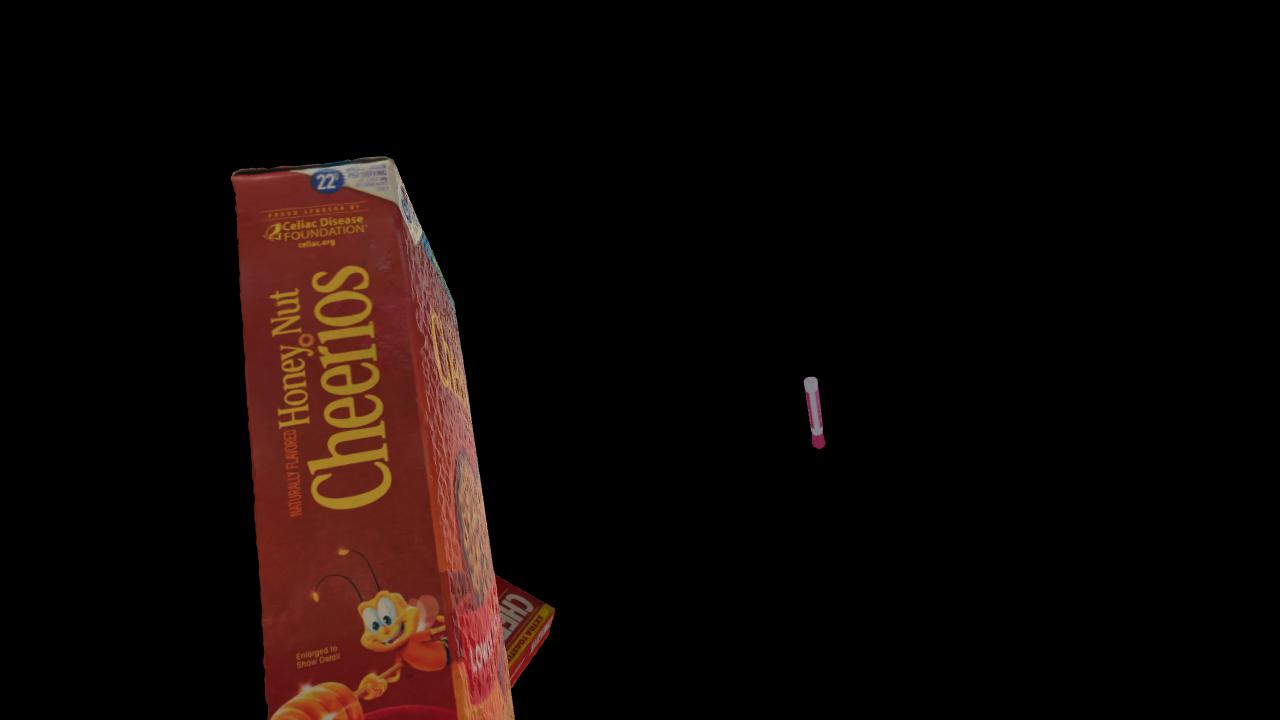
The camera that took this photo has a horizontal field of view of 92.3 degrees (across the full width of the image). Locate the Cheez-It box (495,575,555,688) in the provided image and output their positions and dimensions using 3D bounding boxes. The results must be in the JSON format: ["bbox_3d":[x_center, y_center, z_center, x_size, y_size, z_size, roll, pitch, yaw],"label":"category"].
[{"bbox_3d":[-0.256,0.369,0.858,0.223,0.071,0.166,23,26,14],"label":"Cheez-It box"}]

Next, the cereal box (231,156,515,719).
[{"bbox_3d":[-0.129,0.078,0.333,0.081,0.306,0.203,-9,-14,-11],"label":"cereal box"}]

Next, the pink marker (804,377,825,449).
[{"bbox_3d":[0.250,0.078,0.880,0.020,0.121,0.020,-12,29,7],"label":"pink marker"}]
